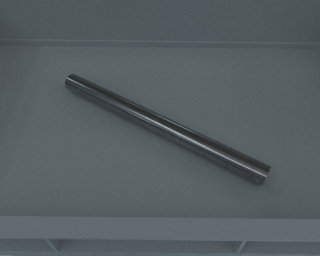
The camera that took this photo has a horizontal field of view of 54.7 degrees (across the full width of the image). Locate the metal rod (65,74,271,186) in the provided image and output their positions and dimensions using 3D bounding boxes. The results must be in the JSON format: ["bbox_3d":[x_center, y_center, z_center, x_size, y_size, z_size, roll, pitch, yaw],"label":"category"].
[{"bbox_3d":[-0.004,-0.007,0.408,0.301,0.025,0.025,26,55,20],"label":"metal rod"}]
